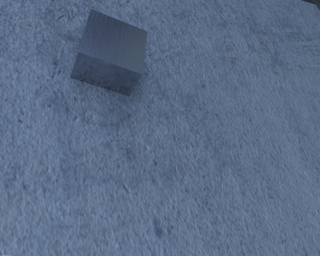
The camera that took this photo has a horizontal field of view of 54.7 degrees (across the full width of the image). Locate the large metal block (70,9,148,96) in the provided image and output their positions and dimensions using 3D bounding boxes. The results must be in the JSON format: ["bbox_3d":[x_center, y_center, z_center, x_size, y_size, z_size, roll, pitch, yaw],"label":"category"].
[{"bbox_3d":[-0.066,-0.099,0.414,0.081,0.050,0.080,17,55,-19],"label":"large metal block"}]
